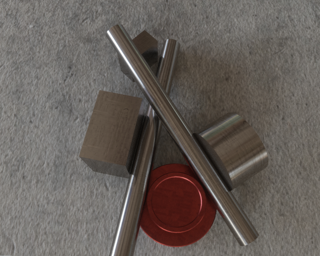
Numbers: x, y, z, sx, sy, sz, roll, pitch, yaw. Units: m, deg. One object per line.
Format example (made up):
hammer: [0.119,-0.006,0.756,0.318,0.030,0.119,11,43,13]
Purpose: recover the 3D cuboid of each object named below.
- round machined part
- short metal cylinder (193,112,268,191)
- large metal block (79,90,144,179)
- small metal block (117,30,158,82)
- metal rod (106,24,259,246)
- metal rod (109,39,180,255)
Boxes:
round machined part: [0.019,0.090,0.368,0.099,0.042,0.098,0,70,-1]
short metal cylinder: [0.082,0.028,0.371,0.050,0.080,0.080,-31,73,-11]
large metal block: [-0.053,0.011,0.375,0.050,0.080,0.080,11,70,4]
small metal block: [-0.030,-0.099,0.432,0.050,0.050,0.025,-43,76,-14]
metal rod: [0.022,0.002,0.372,0.025,0.025,0.299,-31,82,-11]
metal rod: [-0.012,0.009,0.390,0.025,0.025,0.300,11,64,4]
